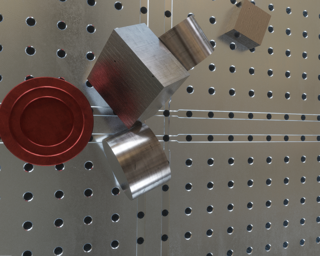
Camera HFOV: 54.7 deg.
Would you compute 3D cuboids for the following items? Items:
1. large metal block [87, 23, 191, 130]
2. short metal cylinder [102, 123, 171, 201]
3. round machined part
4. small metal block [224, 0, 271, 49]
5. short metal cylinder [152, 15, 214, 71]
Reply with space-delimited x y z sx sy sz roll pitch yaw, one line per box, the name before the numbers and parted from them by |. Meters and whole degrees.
large metal block | -0.027 -0.059 0.355 0.080 0.080 0.050 50 43 7
short metal cylinder | -0.029 0.040 0.374 0.050 0.080 0.080 -25 99 -19
round machined part | -0.129 -0.007 0.356 0.099 0.042 0.097 0 90 -20
small metal block | 0.131 -0.154 0.463 0.050 0.025 0.050 24 82 -19
short metal cylinder | 0.021 -0.098 0.392 0.080 0.080 0.050 -38 103 -16
